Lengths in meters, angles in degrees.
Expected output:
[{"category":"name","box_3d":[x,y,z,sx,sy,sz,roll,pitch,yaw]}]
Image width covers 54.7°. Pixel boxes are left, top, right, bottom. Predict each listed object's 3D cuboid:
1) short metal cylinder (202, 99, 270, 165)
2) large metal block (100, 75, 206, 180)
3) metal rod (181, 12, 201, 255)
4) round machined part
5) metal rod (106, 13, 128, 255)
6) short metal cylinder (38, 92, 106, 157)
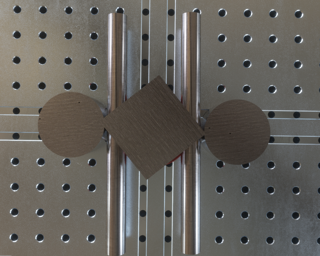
[{"category":"short metal cylinder","box_3d":[0.094,0.005,0.401,0.081,0.050,0.080,0,90,0]},{"category":"large metal block","box_3d":[-0.008,-0.001,0.353,0.080,0.050,0.080,-38,90,0]},{"category":"metal rod","box_3d":[0.039,0.007,0.392,0.025,0.025,0.298,0,90,0]},{"category":"round machined part","box_3d":[-0.008,0.003,0.405,0.099,0.042,0.097,0,90,0]},{"category":"metal rod","box_3d":[-0.055,0.008,0.392,0.025,0.025,0.298,0,90,0]},{"category":"short metal cylinder","box_3d":[-0.108,-0.004,0.400,0.081,0.050,0.080,0,90,0]}]
